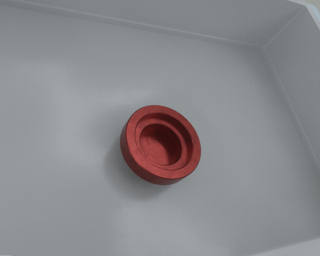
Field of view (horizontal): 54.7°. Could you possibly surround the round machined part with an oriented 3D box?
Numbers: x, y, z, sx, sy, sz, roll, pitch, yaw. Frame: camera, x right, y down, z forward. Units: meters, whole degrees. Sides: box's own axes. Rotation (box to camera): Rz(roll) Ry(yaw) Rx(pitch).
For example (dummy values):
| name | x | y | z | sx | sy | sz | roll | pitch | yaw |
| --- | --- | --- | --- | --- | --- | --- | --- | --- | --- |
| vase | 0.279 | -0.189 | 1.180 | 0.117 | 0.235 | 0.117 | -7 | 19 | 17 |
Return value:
| name | x | y | z | sx | sy | sz | roll | pitch | yaw |
| --- | --- | --- | --- | --- | --- | --- | --- | --- | --- |
| round machined part | -0.002 | 0.024 | 0.380 | 0.099 | 0.042 | 0.098 | 14 | 56 | -21 |
